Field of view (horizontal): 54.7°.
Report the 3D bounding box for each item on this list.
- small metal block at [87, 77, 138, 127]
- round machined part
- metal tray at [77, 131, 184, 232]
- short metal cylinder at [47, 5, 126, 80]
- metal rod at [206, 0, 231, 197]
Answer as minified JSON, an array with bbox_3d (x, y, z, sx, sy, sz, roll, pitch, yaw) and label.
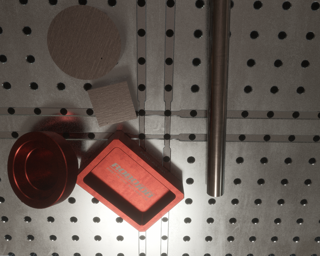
[{"bbox_3d":[-0.059,-0.034,0.400,0.050,0.025,0.050,-13,110,4],"label":"small metal block"},{"bbox_3d":[-0.148,0.052,0.407,0.098,0.042,0.097,1,91,23],"label":"round machined part"},{"bbox_3d":[-0.041,0.078,0.438,0.130,0.030,0.090,42,104,-14],"label":"metal tray"},{"bbox_3d":[-0.083,-0.101,0.362,0.081,0.050,0.079,0,110,-1],"label":"short metal cylinder"},{"bbox_3d":[0.074,-0.047,0.397,0.025,0.025,0.298,-2,110,0],"label":"metal rod"}]
